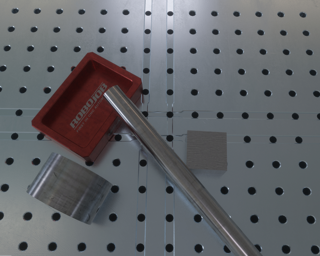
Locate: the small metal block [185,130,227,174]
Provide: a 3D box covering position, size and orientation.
[{"bbox_3d":[0.059,0.032,0.400,0.050,0.025,0.050,3,70,1],"label":"small metal block"}]

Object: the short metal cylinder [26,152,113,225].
[{"bbox_3d":[-0.102,0.069,0.356,0.080,0.080,0.050,25,72,9],"label":"short metal cylinder"}]

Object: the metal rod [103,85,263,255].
[{"bbox_3d":[0.034,0.067,0.370,0.025,0.025,0.300,-38,81,-13],"label":"metal rod"}]

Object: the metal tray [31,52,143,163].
[{"bbox_3d":[-0.094,-0.030,0.419,0.090,0.030,0.130,30,73,10],"label":"metal tray"}]
